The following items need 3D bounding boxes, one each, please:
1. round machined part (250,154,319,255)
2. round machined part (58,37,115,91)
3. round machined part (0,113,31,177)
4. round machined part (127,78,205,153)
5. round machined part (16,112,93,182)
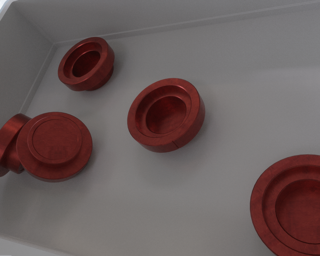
[{"bbox_3d":[0.135,0.076,0.277,0.098,0.042,0.098,-13,56,21],"label":"round machined part"},{"bbox_3d":[-0.118,-0.101,0.519,0.098,0.042,0.098,-13,56,21],"label":"round machined part"},{"bbox_3d":[-0.214,0.030,0.466,0.042,0.098,0.098,28,72,-6],"label":"round machined part"},{"bbox_3d":[0.011,-0.012,0.397,0.098,0.042,0.098,-13,56,21],"label":"round machined part"},{"bbox_3d":[-0.142,0.022,0.422,0.099,0.042,0.098,7,66,-16],"label":"round machined part"}]
